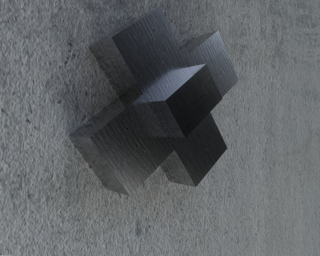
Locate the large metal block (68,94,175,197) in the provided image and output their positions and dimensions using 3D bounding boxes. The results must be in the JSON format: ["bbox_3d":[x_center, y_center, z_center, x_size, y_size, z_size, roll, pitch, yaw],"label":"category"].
[{"bbox_3d":[-0.041,0.018,0.356,0.080,0.050,0.080,-44,117,-31],"label":"large metal block"}]

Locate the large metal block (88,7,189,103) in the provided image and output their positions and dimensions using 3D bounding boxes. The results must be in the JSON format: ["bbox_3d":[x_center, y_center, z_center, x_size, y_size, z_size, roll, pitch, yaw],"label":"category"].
[{"bbox_3d":[-0.023,-0.085,0.371,0.080,0.050,0.080,-44,117,-31],"label":"large metal block"}]

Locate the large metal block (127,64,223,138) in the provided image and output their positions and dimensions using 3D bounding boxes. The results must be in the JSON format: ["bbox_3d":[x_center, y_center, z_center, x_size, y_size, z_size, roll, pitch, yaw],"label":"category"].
[{"bbox_3d":[0.016,-0.033,0.385,0.080,0.080,0.050,-44,117,-31],"label":"large metal block"}]

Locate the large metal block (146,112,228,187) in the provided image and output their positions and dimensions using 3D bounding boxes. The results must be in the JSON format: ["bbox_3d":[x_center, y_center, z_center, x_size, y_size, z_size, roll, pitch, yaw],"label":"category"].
[{"bbox_3d":[0.037,0.020,0.422,0.080,0.050,0.080,-44,117,-31],"label":"large metal block"}]

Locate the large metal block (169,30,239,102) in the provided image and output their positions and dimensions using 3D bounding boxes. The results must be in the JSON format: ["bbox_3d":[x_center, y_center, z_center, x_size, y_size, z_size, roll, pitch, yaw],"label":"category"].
[{"bbox_3d":[0.057,-0.079,0.439,0.080,0.050,0.080,-44,117,-31],"label":"large metal block"}]
